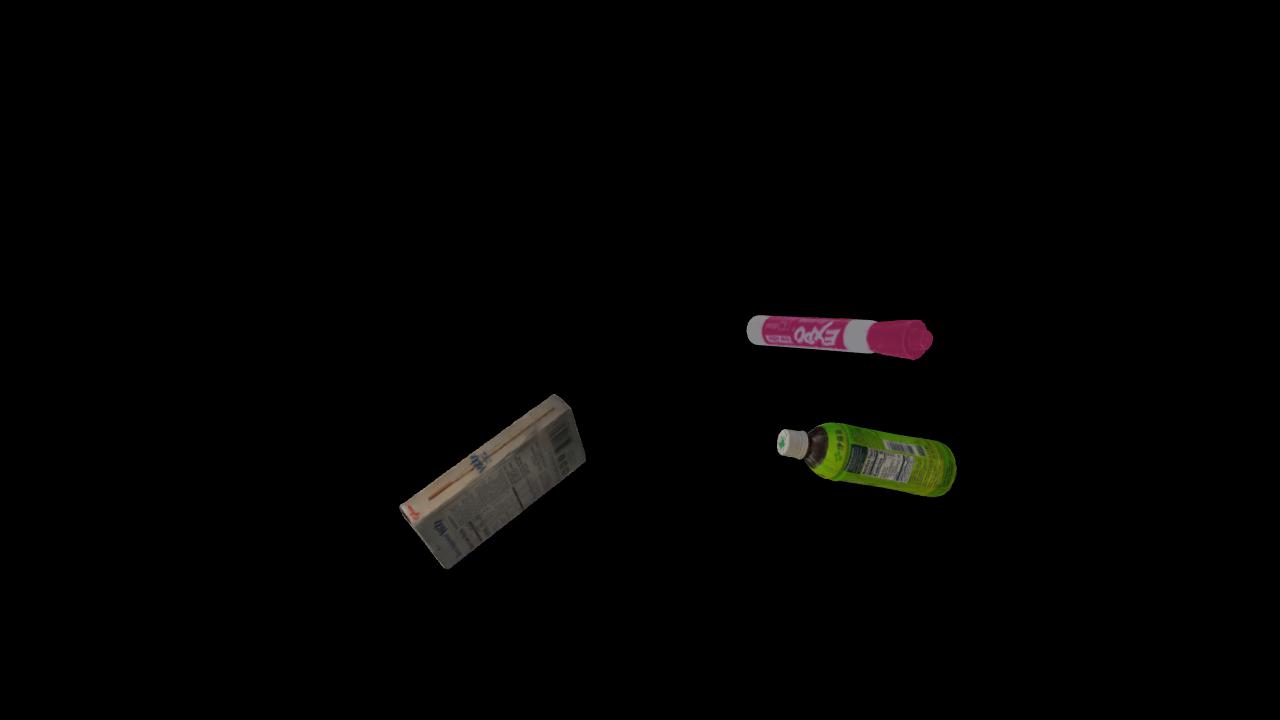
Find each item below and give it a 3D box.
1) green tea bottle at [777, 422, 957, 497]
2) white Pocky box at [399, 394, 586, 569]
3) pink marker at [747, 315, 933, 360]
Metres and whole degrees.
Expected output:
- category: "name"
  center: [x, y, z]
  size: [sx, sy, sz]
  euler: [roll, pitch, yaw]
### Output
- category: "green tea bottle"
  center: [0.263, 0.113, 0.723]
  size: [0.212, 0.073, 0.073]
  euler: [13, -3, -14]
- category: "white Pocky box"
  center: [-0.117, 0.103, 0.521]
  size: [0.154, 0.084, 0.028]
  euler: [-37, 55, -24]
- category: "pink marker"
  center: [0.102, -0.014, 0.332]
  size: [0.020, 0.020, 0.121]
  euler: [0, 5, -28]
